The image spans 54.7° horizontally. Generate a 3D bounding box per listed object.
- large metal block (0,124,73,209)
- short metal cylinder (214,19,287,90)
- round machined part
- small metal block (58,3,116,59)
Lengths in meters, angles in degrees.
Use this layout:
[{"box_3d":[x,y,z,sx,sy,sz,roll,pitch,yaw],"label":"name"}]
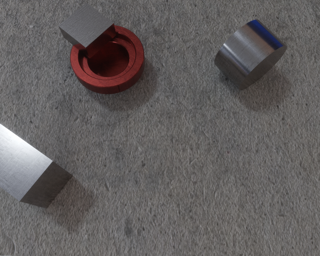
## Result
[{"box_3d":[-0.159,0.046,0.360,0.080,0.080,0.050,32,73,11],"label":"large metal block"},{"box_3d":[0.120,-0.097,0.416,0.080,0.080,0.050,-36,74,-12],"label":"short metal cylinder"},{"box_3d":[-0.070,-0.090,0.431,0.099,0.042,0.098,0,70,-1],"label":"round machined part"},{"box_3d":[-0.095,-0.129,0.410,0.050,0.025,0.050,39,74,13],"label":"small metal block"}]
